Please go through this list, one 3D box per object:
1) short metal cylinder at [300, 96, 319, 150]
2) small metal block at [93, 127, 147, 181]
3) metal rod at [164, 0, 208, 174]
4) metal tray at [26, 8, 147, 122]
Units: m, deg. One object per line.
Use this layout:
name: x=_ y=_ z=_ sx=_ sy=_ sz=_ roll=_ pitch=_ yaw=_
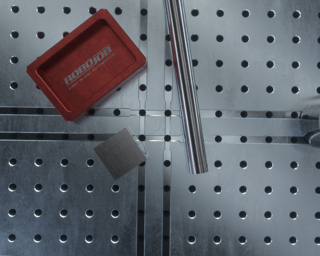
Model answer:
short metal cylinder: x=0.234 y=-0.007 z=0.404 sx=0.081 sy=0.050 sz=0.079 roll=0 pitch=90 yaw=-1
small metal block: x=-0.051 y=0.034 z=0.413 sx=0.050 sy=0.025 sz=0.050 roll=-34 pitch=90 yaw=0
metal rod: x=0.031 y=-0.088 z=0.413 sx=0.025 sy=0.025 sz=0.298 roll=-8 pitch=90 yaw=0
metal tray: x=-0.094 y=-0.081 z=0.409 sx=0.130 sy=0.030 sz=0.090 roll=-38 pitch=91 yaw=-1
